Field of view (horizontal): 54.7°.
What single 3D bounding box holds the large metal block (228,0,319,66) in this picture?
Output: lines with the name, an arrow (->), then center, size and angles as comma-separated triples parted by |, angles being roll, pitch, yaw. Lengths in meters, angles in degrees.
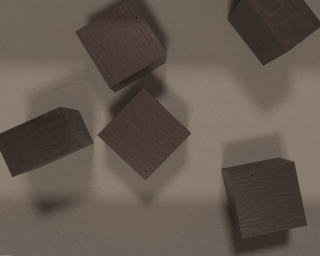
large metal block -> 0.138, -0.132, 0.386 | 0.050, 0.080, 0.080 | -38, 90, 0

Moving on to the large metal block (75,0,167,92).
large metal block -> -0.047, -0.103, 0.398 | 0.080, 0.050, 0.080 | -31, 90, 0

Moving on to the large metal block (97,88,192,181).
large metal block -> -0.019, 0.007, 0.399 | 0.080, 0.050, 0.080 | 44, 90, -1

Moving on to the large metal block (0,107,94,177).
large metal block -> -0.137, 0.015, 0.382 | 0.080, 0.080, 0.050 | -24, 90, 0

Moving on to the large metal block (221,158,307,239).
large metal block -> 0.132, 0.087, 0.401 | 0.080, 0.050, 0.080 | -11, 90, -1
